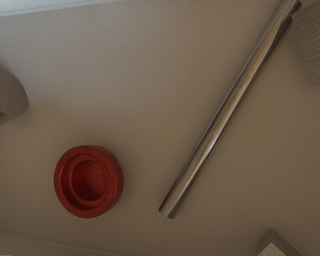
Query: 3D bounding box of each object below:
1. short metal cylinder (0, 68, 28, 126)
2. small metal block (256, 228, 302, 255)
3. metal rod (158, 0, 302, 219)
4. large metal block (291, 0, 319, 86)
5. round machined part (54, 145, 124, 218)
[{"bbox_3d":[-0.250,-0.045,0.467,0.050,0.080,0.080,-24,82,18],"label":"short metal cylinder"},{"bbox_3d":[0.137,0.147,0.349,0.050,0.050,0.025,43,103,14],"label":"small metal block"},{"bbox_3d":[0.080,-0.017,0.381,0.025,0.025,0.299,32,100,17],"label":"metal rod"},{"bbox_3d":[0.193,-0.094,0.313,0.080,0.050,0.080,-20,83,46],"label":"large metal block"},{"bbox_3d":[-0.095,0.072,0.434,0.098,0.042,0.097,0,90,19],"label":"round machined part"}]
